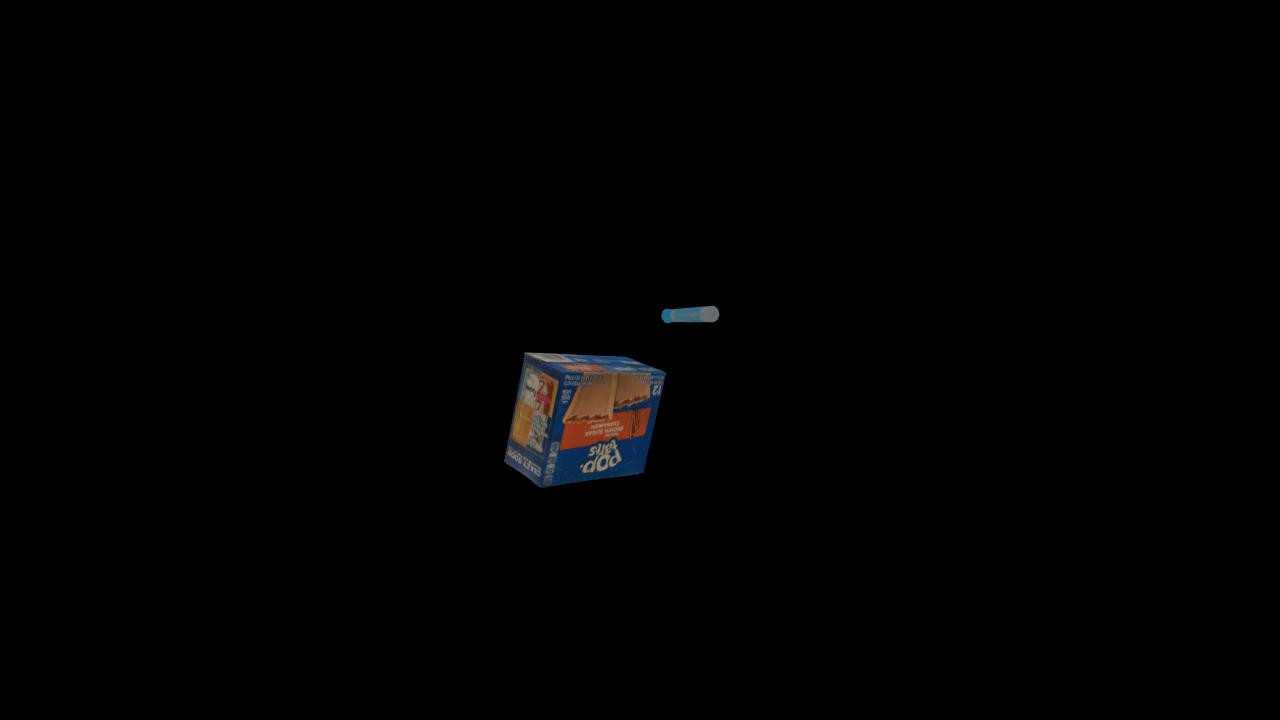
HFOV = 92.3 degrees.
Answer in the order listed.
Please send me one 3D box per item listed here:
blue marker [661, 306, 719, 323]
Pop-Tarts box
[{"bbox_3d":[0.058,-0.055,0.757,0.020,0.020,0.121,0,3,-24],"label":"blue marker"},{"bbox_3d":[-0.065,0.070,0.761,0.167,0.141,0.083,3,15,-44],"label":"Pop-Tarts box"}]
